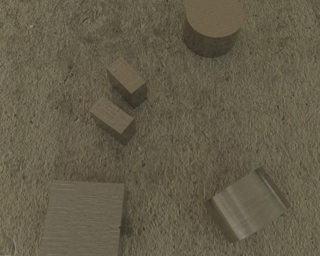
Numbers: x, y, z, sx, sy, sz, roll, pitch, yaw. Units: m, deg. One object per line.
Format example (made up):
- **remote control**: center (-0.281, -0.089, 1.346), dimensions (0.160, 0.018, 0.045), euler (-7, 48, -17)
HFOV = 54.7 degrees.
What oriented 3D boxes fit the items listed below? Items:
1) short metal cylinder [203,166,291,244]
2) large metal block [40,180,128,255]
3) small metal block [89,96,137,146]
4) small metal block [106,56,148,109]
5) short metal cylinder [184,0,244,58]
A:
- **short metal cylinder**: center (0.096, 0.086, 0.349), dimensions (0.080, 0.080, 0.050), euler (-30, 73, -10)
- **large metal block**: center (-0.082, 0.106, 0.355), dimensions (0.081, 0.050, 0.080), euler (3, 70, 1)
- **small metal block**: center (-0.059, -0.008, 0.397), dimensions (0.050, 0.050, 0.025), euler (35, 74, 11)
- **small metal block**: center (-0.043, -0.059, 0.416), dimensions (0.025, 0.050, 0.050), euler (-41, 75, -13)
- **short metal cylinder**: center (0.076, -0.150, 0.451), dimensions (0.081, 0.050, 0.080), euler (0, 70, 0)
